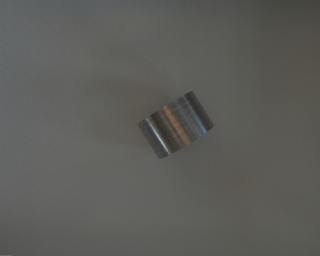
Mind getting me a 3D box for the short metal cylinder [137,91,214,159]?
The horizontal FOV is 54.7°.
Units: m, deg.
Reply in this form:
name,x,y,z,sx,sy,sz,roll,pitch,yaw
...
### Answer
name,x,y,z,sx,sy,sz,roll,pitch,yaw
short metal cylinder,0.019,-0.004,0.384,0.080,0.080,0.050,-32,90,0
